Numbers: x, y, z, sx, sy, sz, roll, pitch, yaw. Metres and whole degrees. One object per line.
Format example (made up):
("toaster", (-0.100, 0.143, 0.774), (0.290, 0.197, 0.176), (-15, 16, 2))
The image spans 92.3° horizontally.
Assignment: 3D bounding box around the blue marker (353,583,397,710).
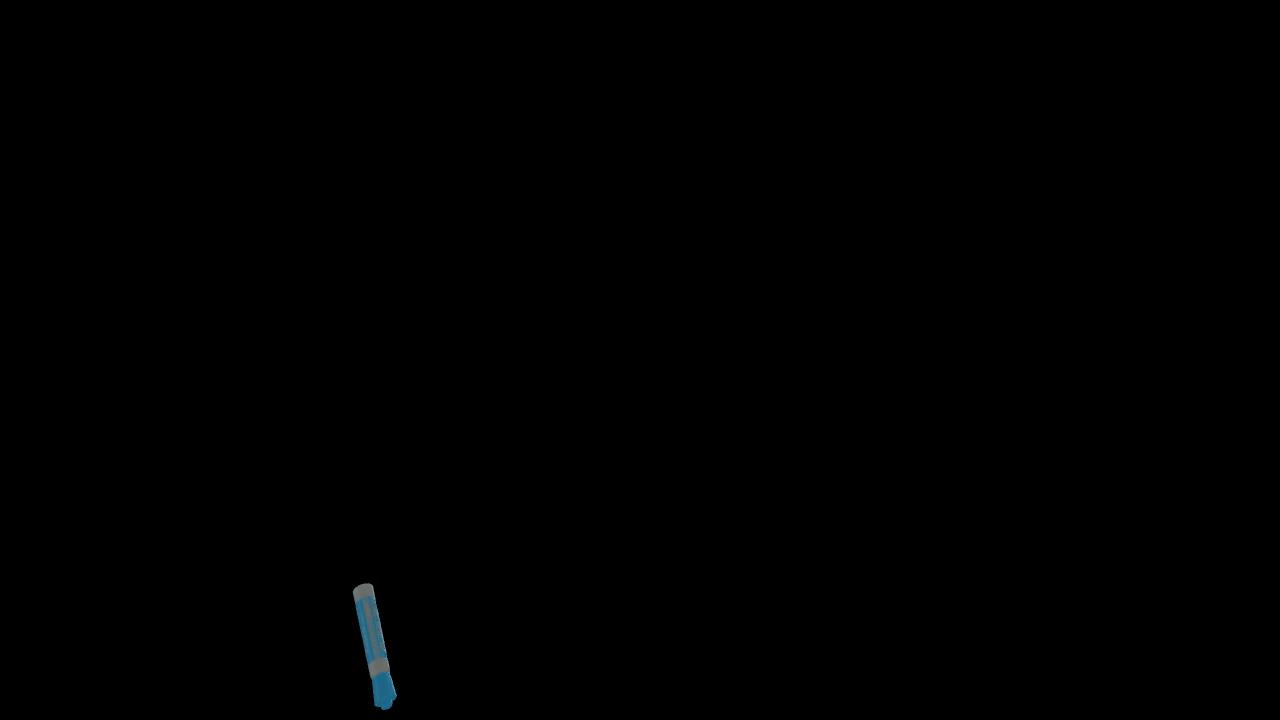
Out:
("blue marker", (-0.250, 0.268, 0.579), (0.020, 0.020, 0.121), (0, 40, -37))
